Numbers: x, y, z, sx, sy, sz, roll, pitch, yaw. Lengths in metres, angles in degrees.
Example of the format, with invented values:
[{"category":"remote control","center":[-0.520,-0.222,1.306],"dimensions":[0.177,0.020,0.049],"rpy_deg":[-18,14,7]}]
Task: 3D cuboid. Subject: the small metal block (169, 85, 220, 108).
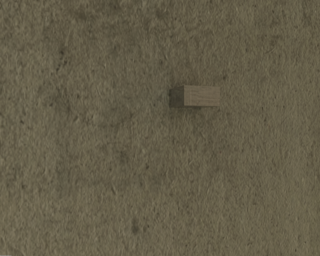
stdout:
[{"category":"small metal block","center":[0.045,-0.040,0.412],"dimensions":[0.050,0.050,0.025],"rpy_deg":[0,90,-20]}]
